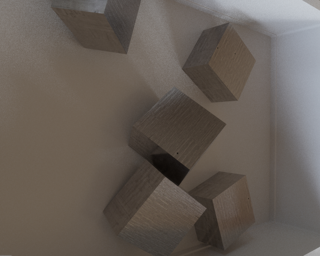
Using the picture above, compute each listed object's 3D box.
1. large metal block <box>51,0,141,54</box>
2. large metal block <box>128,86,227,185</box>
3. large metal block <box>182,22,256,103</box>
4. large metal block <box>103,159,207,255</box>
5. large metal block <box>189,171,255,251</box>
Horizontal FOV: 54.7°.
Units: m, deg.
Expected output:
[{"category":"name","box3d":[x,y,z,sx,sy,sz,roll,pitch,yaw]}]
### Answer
[{"category":"large metal block","box3d":[-0.058,-0.132,0.315,0.080,0.050,0.080,56,46,-75]},{"category":"large metal block","box3d":[0.020,0.009,0.381,0.080,0.050,0.080,38,59,11]},{"category":"large metal block","box3d":[0.091,-0.095,0.466,0.080,0.050,0.080,42,65,-32]},{"category":"large metal block","box3d":[-0.006,0.098,0.370,0.080,0.050,0.080,-51,122,-5]},{"category":"large metal block","box3d":[0.094,0.121,0.469,0.081,0.050,0.080,-24,105,-37]}]
